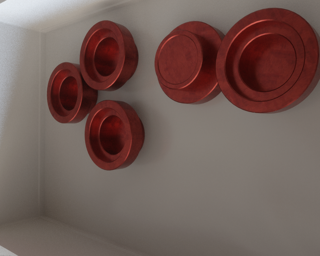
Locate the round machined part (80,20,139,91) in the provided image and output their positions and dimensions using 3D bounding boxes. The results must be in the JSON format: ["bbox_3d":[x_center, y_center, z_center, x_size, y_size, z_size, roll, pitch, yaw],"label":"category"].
[{"bbox_3d":[-0.070,-0.102,0.451,0.098,0.042,0.097,0,90,39],"label":"round machined part"}]

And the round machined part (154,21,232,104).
[{"bbox_3d":[0.032,-0.078,0.368,0.098,0.042,0.097,0,90,39],"label":"round machined part"}]

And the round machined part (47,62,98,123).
[{"bbox_3d":[-0.140,-0.056,0.508,0.098,0.042,0.097,0,90,39],"label":"round machined part"}]

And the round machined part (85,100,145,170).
[{"bbox_3d":[-0.060,0.010,0.443,0.098,0.042,0.097,0,90,39],"label":"round machined part"}]

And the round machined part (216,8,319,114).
[{"bbox_3d":[0.108,-0.063,0.305,0.098,0.042,0.097,0,90,39],"label":"round machined part"}]
